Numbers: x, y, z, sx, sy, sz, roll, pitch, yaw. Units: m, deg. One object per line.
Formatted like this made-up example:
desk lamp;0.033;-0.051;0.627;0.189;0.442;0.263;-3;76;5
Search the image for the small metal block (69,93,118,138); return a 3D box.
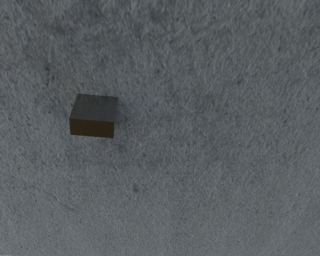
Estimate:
small metal block;-0.079;-0.015;0.377;0.050;0.050;0.025;5;130;-5
